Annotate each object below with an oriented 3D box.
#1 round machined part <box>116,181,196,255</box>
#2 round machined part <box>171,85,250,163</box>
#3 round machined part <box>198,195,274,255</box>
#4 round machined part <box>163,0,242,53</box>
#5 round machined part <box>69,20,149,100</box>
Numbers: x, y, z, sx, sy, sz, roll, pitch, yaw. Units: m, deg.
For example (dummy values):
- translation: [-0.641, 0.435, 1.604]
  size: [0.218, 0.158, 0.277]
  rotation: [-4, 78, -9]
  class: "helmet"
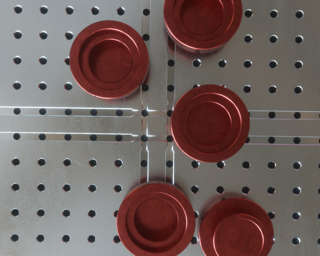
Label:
- translation: [-0.005, 0.117, 0.405]
  size: [0.099, 0.042, 0.097]
  rotation: [0, 90, 0]
  class: "round machined part"
- translation: [0.063, -0.005, 0.405]
  size: [0.099, 0.042, 0.097]
  rotation: [0, 90, 0]
  class: "round machined part"
- translation: [0.101, 0.140, 0.406]
  size: [0.099, 0.042, 0.097]
  rotation: [0, 90, 0]
  class: "round machined part"
- translation: [0.053, -0.146, 0.405]
  size: [0.099, 0.042, 0.097]
  rotation: [0, 90, 0]
  class: "round machined part"
- translation: [-0.063, -0.085, 0.404]
  size: [0.099, 0.042, 0.097]
  rotation: [0, 90, 0]
  class: "round machined part"
